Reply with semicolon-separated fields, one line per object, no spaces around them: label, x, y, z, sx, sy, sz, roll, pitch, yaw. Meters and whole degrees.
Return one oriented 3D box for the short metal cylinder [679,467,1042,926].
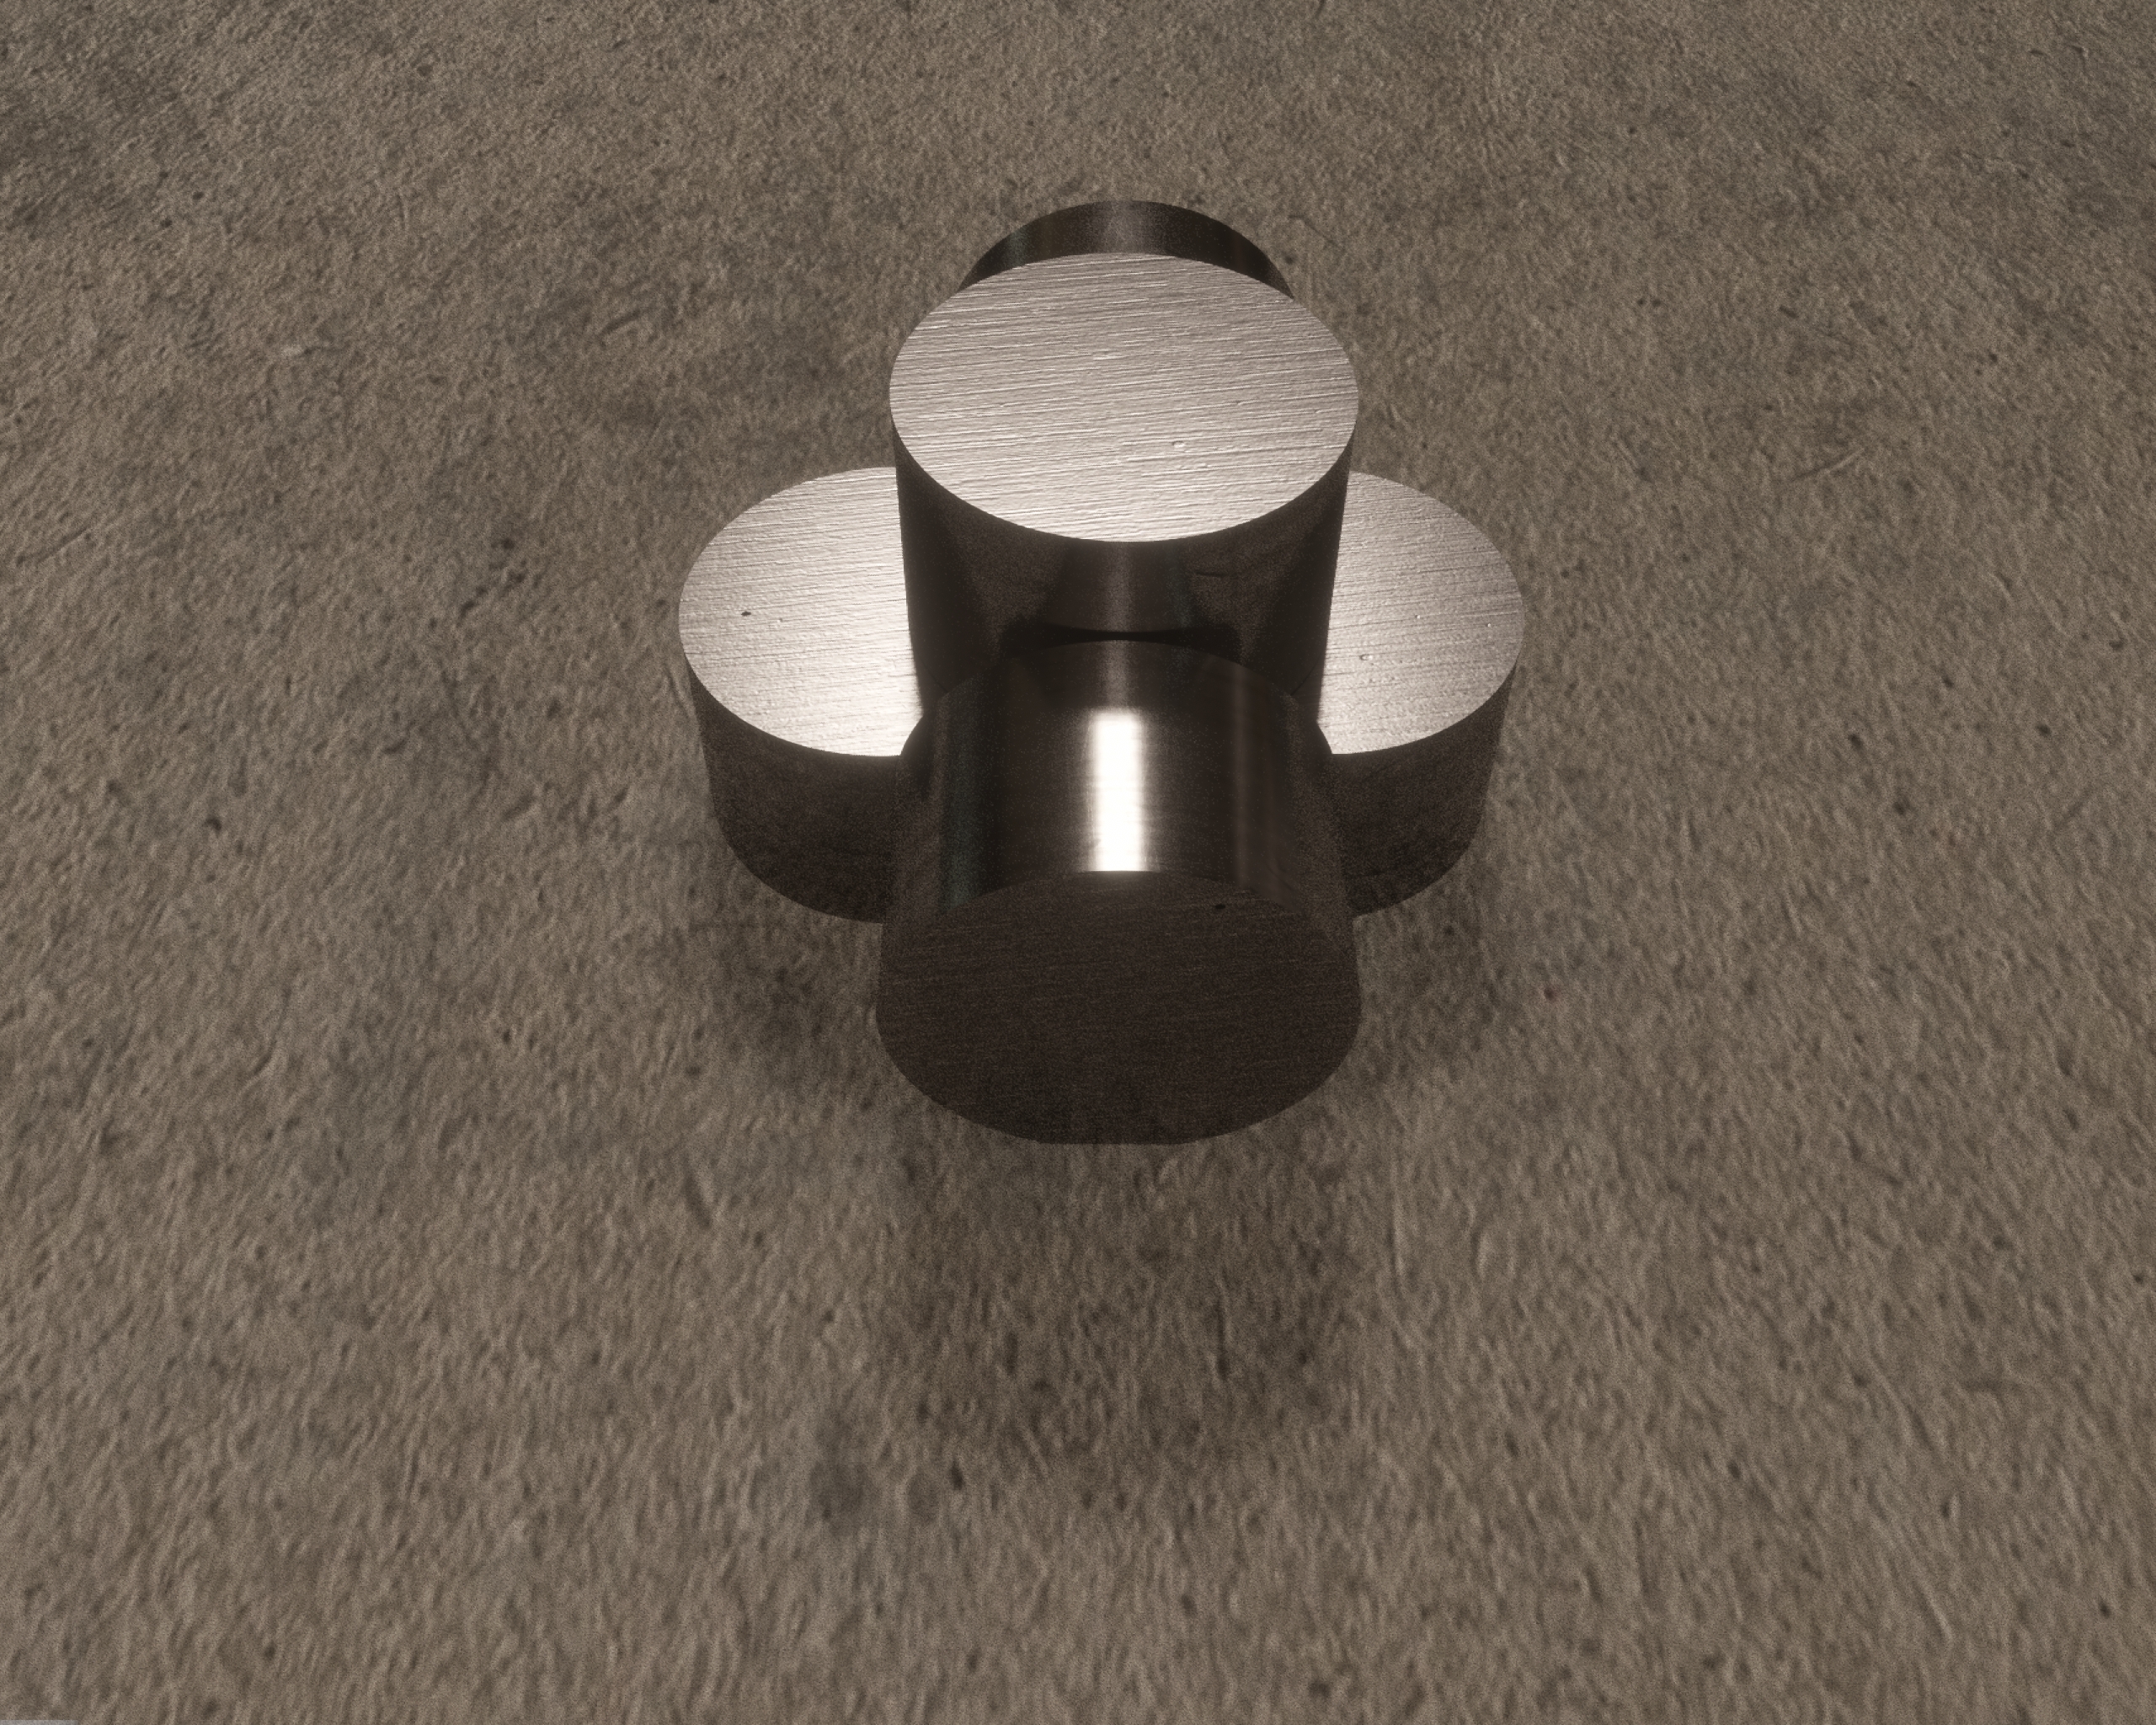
short metal cylinder;-0.035;-0.034;0.416;0.081;0.050;0.080;0;50;0

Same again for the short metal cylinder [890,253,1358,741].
short metal cylinder;0.008;-0.066;0.378;0.081;0.050;0.080;0;50;0

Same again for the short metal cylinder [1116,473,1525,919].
short metal cylinder;0.045;-0.034;0.418;0.081;0.050;0.080;0;50;0

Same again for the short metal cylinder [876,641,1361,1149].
short metal cylinder;0.007;0.007;0.363;0.081;0.080;0.050;0;50;0

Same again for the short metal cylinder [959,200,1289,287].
short metal cylinder;0.010;-0.093;0.448;0.081;0.080;0.050;0;50;-1
